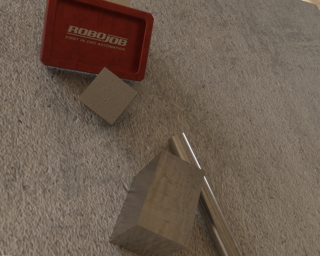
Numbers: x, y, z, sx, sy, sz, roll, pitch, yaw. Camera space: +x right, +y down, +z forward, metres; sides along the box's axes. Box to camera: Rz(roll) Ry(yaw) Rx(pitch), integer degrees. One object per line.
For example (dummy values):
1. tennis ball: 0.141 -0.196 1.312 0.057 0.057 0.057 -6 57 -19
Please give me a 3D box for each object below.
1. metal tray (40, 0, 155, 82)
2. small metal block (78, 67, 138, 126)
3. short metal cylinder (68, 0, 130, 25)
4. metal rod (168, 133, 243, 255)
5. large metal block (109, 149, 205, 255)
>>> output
1. metal tray: -0.079 -0.114 0.396 0.131 0.030 0.089 6 99 -26
2. small metal block: -0.063 -0.038 0.379 0.050 0.025 0.050 38 83 -3
3. short metal cylinder: -0.090 -0.172 0.445 0.081 0.050 0.080 14 56 -21
4. metal rod: 0.080 0.142 0.362 0.025 0.025 0.299 -12 68 -33
5. large metal block: -0.003 0.081 0.319 0.050 0.080 0.080 29 52 -11
